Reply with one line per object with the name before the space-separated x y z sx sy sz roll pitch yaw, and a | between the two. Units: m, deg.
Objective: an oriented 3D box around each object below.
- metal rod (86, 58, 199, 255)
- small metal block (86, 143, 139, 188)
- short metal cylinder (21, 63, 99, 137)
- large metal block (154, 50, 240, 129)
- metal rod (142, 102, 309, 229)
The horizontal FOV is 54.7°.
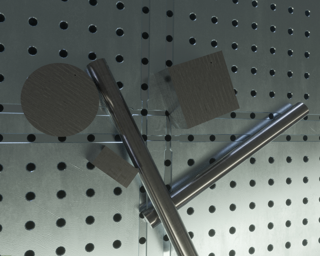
metal rod | -0.015 0.054 0.387 0.025 0.025 0.299 -26 91 -18
small metal block | -0.059 0.045 0.378 0.050 0.050 0.025 39 78 -16
short metal cylinder | -0.115 -0.030 0.357 0.081 0.050 0.079 0 90 -20
large metal block | 0.049 -0.050 0.417 0.081 0.050 0.080 -21 97 -19
metal rod | 0.105 0.046 0.451 0.302 0.025 0.025 -32 101 -17
